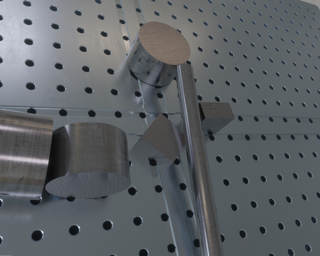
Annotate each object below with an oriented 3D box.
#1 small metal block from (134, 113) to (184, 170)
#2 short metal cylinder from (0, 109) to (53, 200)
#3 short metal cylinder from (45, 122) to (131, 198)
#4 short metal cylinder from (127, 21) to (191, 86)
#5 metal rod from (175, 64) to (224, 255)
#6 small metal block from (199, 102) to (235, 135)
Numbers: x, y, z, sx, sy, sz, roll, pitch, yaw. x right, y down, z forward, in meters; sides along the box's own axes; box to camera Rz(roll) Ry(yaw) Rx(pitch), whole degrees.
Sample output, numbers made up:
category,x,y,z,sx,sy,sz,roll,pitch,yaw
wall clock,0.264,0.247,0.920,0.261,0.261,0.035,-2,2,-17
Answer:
category,x,y,z,sx,sy,sz,roll,pitch,yaw
small metal block,0.003,0.017,0.400,0.050,0.025,0.050,39,51,-2
short metal cylinder,-0.133,0.025,0.287,0.050,0.080,0.080,10,58,-24
short metal cylinder,-0.072,0.035,0.313,0.081,0.080,0.050,6,59,-25
short metal cylinder,-0.003,-0.109,0.457,0.081,0.050,0.080,14,56,-20
metal rod,0.049,0.057,0.375,0.025,0.025,0.299,4,67,-26
small metal block,0.067,-0.012,0.436,0.050,0.050,0.025,-1,63,-29
